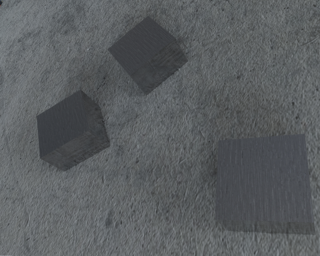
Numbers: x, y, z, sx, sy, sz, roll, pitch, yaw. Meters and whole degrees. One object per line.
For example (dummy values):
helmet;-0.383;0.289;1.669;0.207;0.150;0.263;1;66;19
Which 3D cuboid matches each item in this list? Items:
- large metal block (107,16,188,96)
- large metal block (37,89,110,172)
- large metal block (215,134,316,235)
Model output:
large metal block;-0.019;-0.109;0.465;0.080;0.050;0.080;-40;51;1
large metal block;-0.128;0.004;0.453;0.080;0.050;0.080;-29;52;9
large metal block;0.101;0.056;0.300;0.080;0.050;0.080;-6;59;25
